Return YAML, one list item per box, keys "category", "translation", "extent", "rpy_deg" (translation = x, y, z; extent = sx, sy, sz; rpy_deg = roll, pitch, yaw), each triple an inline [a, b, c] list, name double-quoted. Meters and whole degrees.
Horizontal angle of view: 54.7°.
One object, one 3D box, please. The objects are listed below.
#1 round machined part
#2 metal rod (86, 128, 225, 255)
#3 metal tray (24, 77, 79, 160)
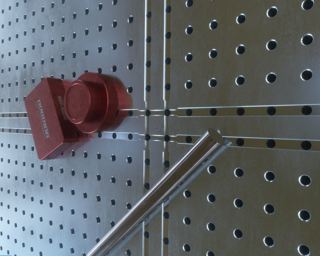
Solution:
- category: "round machined part"
  translation: [-0.115, -0.040, 0.491]
  extent: [0.098, 0.042, 0.097]
  rpy_deg: [0, 90, 39]
- category: "metal rod"
  translation: [-0.021, 0.109, 0.424]
  extent: [0.298, 0.025, 0.025]
  rpy_deg: [-49, 61, 28]
- category: "metal tray"
  translation: [-0.202, -0.016, 0.570]
  extent: [0.090, 0.030, 0.130]
  rpy_deg: [-32, 70, 35]
